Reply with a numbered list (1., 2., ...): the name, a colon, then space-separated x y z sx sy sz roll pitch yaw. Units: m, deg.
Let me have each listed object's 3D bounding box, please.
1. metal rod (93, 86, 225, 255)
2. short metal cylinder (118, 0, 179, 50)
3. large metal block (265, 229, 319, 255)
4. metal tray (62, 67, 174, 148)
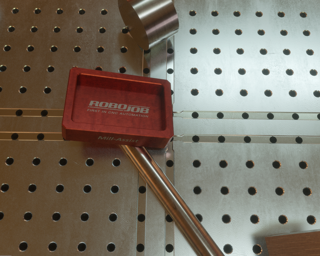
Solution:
1. metal rod: -0.008 0.060 0.389 0.025 0.025 0.300 -34 74 -12
2. short metal cylinder: -0.017 -0.158 0.440 0.050 0.080 0.080 -33 73 -11
3. large metal block: 0.167 0.149 0.322 0.050 0.080 0.080 7 65 -37
4. metal tray: -0.051 -0.025 0.392 0.131 0.030 0.090 6 59 -14
